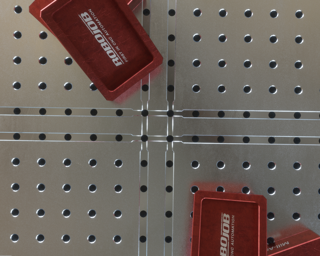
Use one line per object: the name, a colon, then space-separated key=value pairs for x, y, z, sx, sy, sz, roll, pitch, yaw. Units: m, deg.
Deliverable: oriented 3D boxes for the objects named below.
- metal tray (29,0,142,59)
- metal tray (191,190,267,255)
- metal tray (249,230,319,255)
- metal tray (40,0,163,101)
metal tray: x=-0.093 y=-0.168 z=0.410 sx=0.090 sy=0.030 sz=0.130 roll=43 pitch=90 yaw=0
metal tray: x=0.085 y=0.148 z=0.390 sx=0.090 sy=0.030 sz=0.130 roll=4 pitch=75 yaw=6
metal tray: x=0.164 y=0.202 z=0.412 sx=0.131 sy=0.030 sz=0.090 roll=-20 pitch=90 yaw=0
metal tray: x=-0.068 y=-0.110 z=0.383 sx=0.090 sy=0.030 sz=0.130 roll=-38 pitch=113 yaw=-4
